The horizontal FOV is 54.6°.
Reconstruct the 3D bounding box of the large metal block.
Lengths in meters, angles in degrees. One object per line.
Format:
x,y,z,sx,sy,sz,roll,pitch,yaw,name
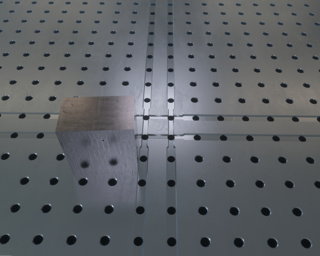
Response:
-0.068,0.009,0.364,0.080,0.080,0.050,-2,50,-2,large metal block
